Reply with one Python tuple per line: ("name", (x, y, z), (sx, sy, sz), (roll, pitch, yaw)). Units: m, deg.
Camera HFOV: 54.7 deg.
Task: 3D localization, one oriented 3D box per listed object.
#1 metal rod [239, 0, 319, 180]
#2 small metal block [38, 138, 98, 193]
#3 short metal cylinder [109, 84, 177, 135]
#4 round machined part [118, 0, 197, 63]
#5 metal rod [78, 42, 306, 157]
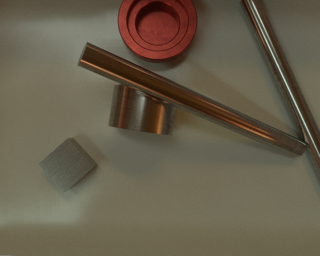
("metal rod", (0.180, -0.037, 0.413), (0.025, 0.025, 0.299), (-25, 90, 0))
("small metal block", (-0.121, 0.048, 0.410), (0.050, 0.025, 0.050), (-42, 91, 0))
("short metal cylinder", (-0.020, -0.021, 0.384), (0.081, 0.080, 0.050), (9, 90, -1))
("round machined part", (-0.003, -0.133, 0.403), (0.099, 0.042, 0.097), (0, 90, -1))
("metal rod", (0.055, -0.022, 0.358), (0.302, 0.025, 0.025), (21, 90, -23))
